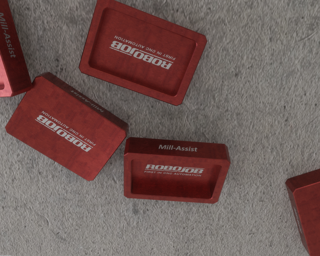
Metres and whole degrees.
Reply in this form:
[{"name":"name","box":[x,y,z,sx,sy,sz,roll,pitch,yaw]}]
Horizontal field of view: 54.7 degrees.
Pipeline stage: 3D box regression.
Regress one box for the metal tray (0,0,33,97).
[{"name":"metal tray","box":[-0.205,-0.100,0.350,0.090,0.030,0.129,1,112,24]}]

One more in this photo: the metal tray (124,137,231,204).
[{"name":"metal tray","box":[0.019,0.059,0.412,0.131,0.030,0.089,4,131,-2]}]

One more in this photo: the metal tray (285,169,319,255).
[{"name":"metal tray","box":[0.247,0.122,0.454,0.090,0.030,0.129,-20,109,7]}]

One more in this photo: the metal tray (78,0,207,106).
[{"name":"metal tray","box":[-0.021,-0.090,0.373,0.131,0.030,0.089,19,109,-7]}]

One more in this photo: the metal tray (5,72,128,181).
[{"name":"metal tray","box":[-0.119,0.000,0.406,0.130,0.030,0.090,34,106,-12]}]
